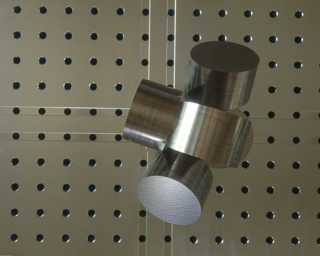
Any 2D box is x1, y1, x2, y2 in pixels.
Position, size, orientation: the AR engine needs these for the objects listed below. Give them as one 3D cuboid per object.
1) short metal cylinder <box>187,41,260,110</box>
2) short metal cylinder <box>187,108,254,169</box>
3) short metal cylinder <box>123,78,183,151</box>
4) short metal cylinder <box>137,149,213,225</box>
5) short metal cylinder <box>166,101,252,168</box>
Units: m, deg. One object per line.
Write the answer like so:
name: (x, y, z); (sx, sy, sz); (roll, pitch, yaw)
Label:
short metal cylinder: (0.075, -0.066, 0.379); (0.081, 0.080, 0.050); (2, 130, 0)
short metal cylinder: (0.073, 0.010, 0.400); (0.081, 0.050, 0.080); (0, 89, 0)
short metal cylinder: (-0.009, -0.016, 0.385); (0.050, 0.080, 0.080); (19, 90, 0)
short metal cylinder: (0.019, 0.072, 0.380); (0.080, 0.050, 0.079); (14, 129, 18)
short metal cylinder: (0.052, 0.007, 0.335); (0.080, 0.080, 0.050); (17, 90, 0)
